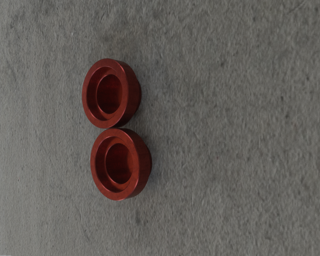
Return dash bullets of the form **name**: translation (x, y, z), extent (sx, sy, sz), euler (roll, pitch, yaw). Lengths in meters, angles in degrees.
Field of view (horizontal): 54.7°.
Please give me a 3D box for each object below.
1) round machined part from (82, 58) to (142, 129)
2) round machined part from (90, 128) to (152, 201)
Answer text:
- **round machined part**: translation (-0.065, -0.048, 0.445), extent (0.098, 0.042, 0.097), euler (0, 90, 39)
- **round machined part**: translation (-0.050, 0.049, 0.433), extent (0.098, 0.042, 0.097), euler (0, 90, 39)
